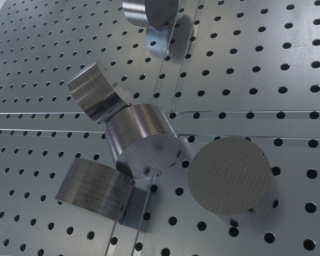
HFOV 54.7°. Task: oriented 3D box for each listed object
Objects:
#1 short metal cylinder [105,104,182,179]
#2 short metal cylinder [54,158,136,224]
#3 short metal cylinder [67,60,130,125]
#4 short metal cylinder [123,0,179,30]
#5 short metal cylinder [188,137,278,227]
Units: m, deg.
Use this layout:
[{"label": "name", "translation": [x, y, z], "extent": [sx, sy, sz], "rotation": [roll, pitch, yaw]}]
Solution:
[{"label": "short metal cylinder", "translation": [-0.021, 0.017, 0.373], "extent": [0.080, 0.080, 0.050], "rotation": [-32, 52, 7]}, {"label": "short metal cylinder", "translation": [-0.075, 0.075, 0.367], "extent": [0.080, 0.080, 0.050], "rotation": [7, 66, 31]}, {"label": "short metal cylinder", "translation": [-0.088, -0.052, 0.451], "extent": [0.050, 0.080, 0.080], "rotation": [-34, 51, 6]}, {"label": "short metal cylinder", "translation": [-0.014, -0.205, 0.506], "extent": [0.050, 0.080, 0.080], "rotation": [24, 75, 36]}, {"label": "short metal cylinder", "translation": [0.076, 0.056, 0.318], "extent": [0.080, 0.050, 0.080], "rotation": [-13, 56, 21]}]
